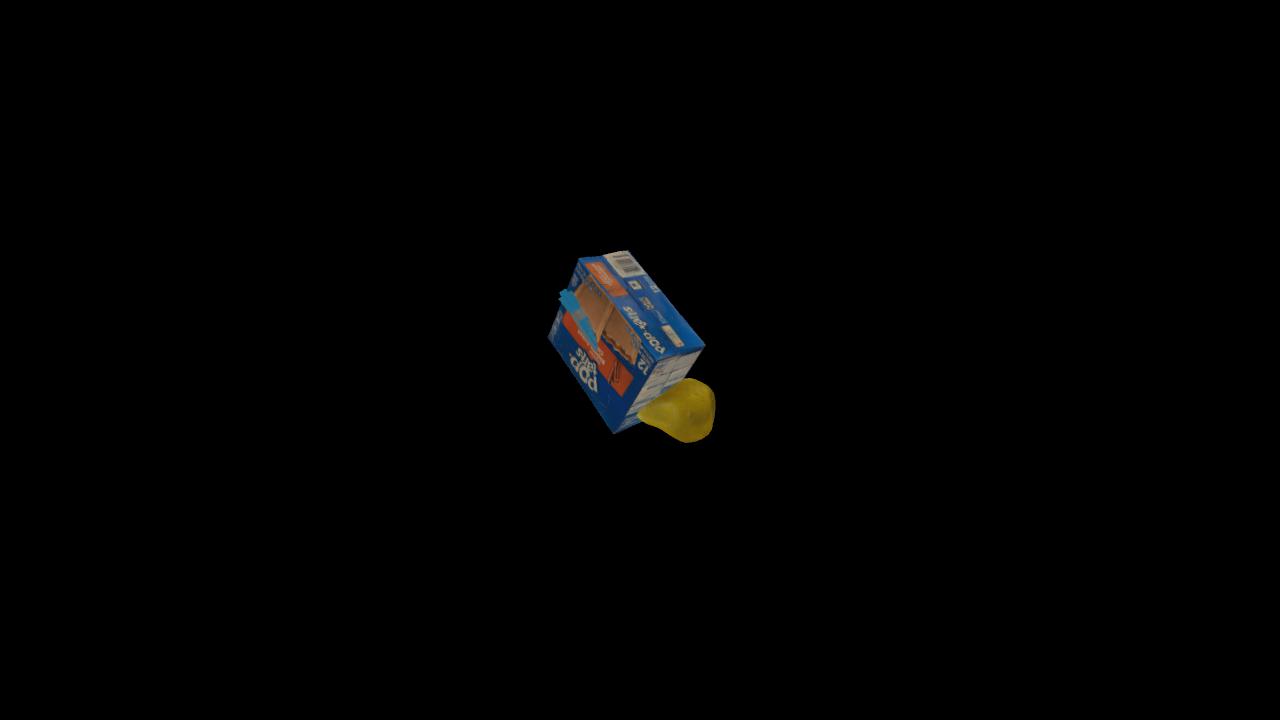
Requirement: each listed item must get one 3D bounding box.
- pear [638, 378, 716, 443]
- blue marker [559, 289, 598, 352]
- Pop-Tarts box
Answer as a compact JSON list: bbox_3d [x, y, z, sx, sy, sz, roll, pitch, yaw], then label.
[{"bbox_3d":[0.034,0.060,0.745,0.111,0.080,0.080,3,1,13],"label":"pear"},{"bbox_3d":[-0.058,-0.032,0.728,0.020,0.121,0.020,-34,5,4],"label":"blue marker"},{"bbox_3d":[-0.024,-0.024,0.752,0.083,0.167,0.141,-16,-31,-38],"label":"Pop-Tarts box"}]
